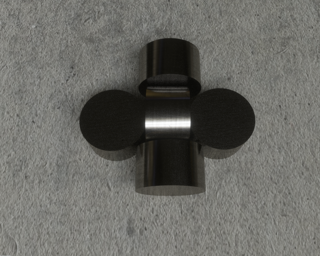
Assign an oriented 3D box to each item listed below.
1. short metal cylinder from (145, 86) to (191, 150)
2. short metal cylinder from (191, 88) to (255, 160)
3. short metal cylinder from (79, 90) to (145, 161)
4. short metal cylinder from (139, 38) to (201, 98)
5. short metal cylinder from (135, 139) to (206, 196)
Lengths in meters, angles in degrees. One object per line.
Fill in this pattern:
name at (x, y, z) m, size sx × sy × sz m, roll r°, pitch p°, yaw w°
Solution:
short metal cylinder at (0.009, -0.012, 0.385) m, size 0.050 × 0.080 × 0.080 m, roll 0°, pitch 70°, yaw 0°
short metal cylinder at (0.075, -0.004, 0.397) m, size 0.080 × 0.050 × 0.080 m, roll 0°, pitch 70°, yaw 0°
short metal cylinder at (-0.057, -0.002, 0.396) m, size 0.081 × 0.050 × 0.080 m, roll 0°, pitch 70°, yaw -1°
short metal cylinder at (0.013, -0.073, 0.407) m, size 0.081 × 0.080 × 0.050 m, roll 0°, pitch 70°, yaw 0°
short metal cylinder at (0.012, 0.049, 0.363) m, size 0.081 × 0.080 × 0.050 m, roll 0°, pitch 70°, yaw 0°
